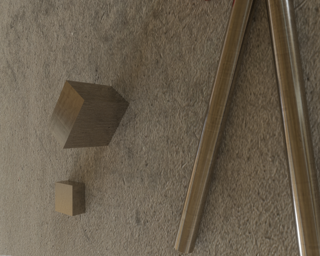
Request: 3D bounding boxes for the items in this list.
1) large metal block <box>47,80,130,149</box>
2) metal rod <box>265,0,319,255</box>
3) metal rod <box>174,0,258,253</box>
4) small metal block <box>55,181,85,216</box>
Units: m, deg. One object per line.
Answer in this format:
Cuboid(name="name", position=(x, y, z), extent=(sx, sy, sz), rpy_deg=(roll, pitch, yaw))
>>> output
Cuboid(name="large metal block", position=(-0.104, -0.018, 0.453), extent=(0.050, 0.081, 0.080), rpy_deg=(44, 116, 31))
Cuboid(name="metal rod", position=(0.128, -0.026, 0.298), extent=(0.025, 0.025, 0.298), rpy_deg=(-9, 84, 39))
Cuboid(name="metal rod", position=(0.060, 0.003, 0.353), extent=(0.025, 0.025, 0.298), rpy_deg=(20, 103, 38))
Cuboid(name="small metal block", position=(-0.154, 0.118, 0.529), extent=(0.050, 0.025, 0.050), rpy_deg=(0, 90, 39))
